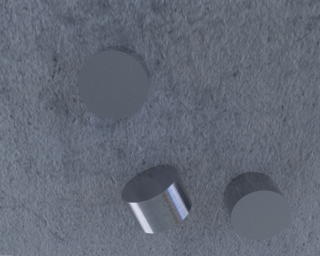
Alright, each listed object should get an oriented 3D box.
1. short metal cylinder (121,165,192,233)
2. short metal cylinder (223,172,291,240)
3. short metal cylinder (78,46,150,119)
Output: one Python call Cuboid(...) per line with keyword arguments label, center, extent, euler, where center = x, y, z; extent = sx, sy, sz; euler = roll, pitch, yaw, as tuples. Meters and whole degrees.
Cuboid(label="short metal cylinder", center=(-0.004, 0.093, 0.415), extent=(0.080, 0.080, 0.050), euler=(-22, 109, 7))
Cuboid(label="short metal cylinder", center=(0.135, 0.110, 0.439), extent=(0.081, 0.050, 0.079), euler=(0, 110, -1))
Cuboid(label="short metal cylinder", center=(-0.053, -0.056, 0.375), extent=(0.081, 0.050, 0.079), euler=(0, 110, -1))
